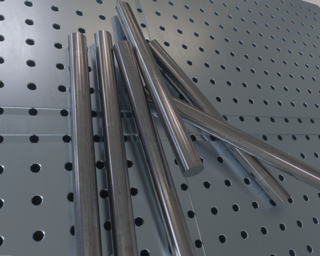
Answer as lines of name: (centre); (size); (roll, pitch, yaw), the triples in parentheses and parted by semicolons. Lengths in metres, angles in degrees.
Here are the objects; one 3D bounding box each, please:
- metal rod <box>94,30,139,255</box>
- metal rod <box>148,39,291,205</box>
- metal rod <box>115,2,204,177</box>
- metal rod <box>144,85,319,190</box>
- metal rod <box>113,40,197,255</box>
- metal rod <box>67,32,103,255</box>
metal rod: (-0.058, 0.001, 0.376); (0.025, 0.025, 0.299); (4, 60, -26)
metal rod: (0.080, -0.013, 0.457); (0.025, 0.025, 0.300); (-34, 81, -38)
metal rod: (-0.011, -0.071, 0.413); (0.025, 0.025, 0.299); (-2, 53, -29)
metal rod: (0.111, 0.017, 0.426); (0.301, 0.025, 0.025); (27, 52, 0)
metal rod: (-0.010, 0.021, 0.380); (0.025, 0.025, 0.299); (-5, 67, -31)
metal rod: (-0.088, 0.011, 0.353); (0.025, 0.025, 0.299); (4, 60, -26)
